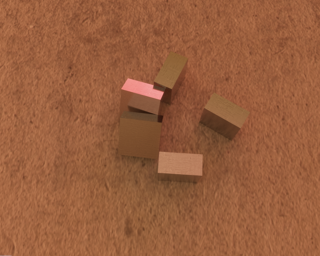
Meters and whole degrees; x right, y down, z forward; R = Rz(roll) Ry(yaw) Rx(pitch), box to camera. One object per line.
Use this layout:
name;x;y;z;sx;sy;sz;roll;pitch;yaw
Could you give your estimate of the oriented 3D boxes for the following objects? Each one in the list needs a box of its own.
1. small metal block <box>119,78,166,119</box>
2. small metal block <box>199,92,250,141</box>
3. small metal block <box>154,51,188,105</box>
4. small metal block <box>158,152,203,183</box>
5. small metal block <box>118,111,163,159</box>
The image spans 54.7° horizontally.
small metal block;-0.024;-0.031;0.403;0.050;0.050;0.025;16;44;5
small metal block;0.082;-0.014;0.401;0.050;0.050;0.025;31;73;10
small metal block;0.014;-0.066;0.419;0.025;0.050;0.050;25;72;8
small metal block;0.023;0.049;0.377;0.050;0.050;0.025;4;70;1
small metal block;-0.024;0.009;0.390;0.050;0.025;0.050;7;113;2
